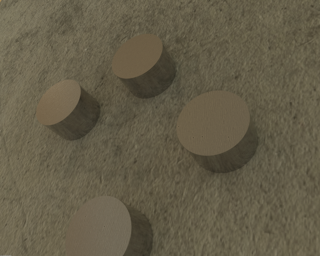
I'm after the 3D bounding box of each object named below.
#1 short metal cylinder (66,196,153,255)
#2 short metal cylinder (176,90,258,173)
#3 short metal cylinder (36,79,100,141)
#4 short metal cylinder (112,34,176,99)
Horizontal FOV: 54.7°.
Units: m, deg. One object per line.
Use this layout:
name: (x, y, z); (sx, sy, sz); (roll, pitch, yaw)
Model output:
short metal cylinder: (-0.055, 0.121, 0.341); (0.080, 0.050, 0.080); (-13, 56, 20)
short metal cylinder: (0.065, 0.005, 0.350); (0.080, 0.050, 0.080); (-13, 56, 20)
short metal cylinder: (-0.140, -0.027, 0.476); (0.080, 0.050, 0.080); (-13, 56, 20)
short metal cylinder: (-0.023, -0.090, 0.454); (0.080, 0.050, 0.080); (-13, 56, 20)
